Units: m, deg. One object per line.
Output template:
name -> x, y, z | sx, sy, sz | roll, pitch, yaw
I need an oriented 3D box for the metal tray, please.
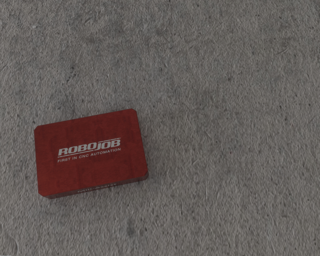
metal tray -> -0.086, 0.032, 0.393 | 0.131, 0.030, 0.090 | -11, 70, -4
